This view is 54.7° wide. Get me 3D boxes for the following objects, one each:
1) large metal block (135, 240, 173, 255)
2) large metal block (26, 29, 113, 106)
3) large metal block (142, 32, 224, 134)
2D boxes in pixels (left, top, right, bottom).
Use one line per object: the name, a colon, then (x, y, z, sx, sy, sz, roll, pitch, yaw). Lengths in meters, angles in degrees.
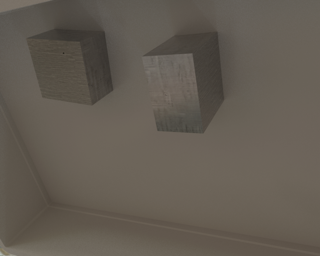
large metal block: (-0.013, 0.258, 0.541, 0.050, 0.080, 0.080, 0, 118, 28)
large metal block: (-0.114, -0.080, 0.401, 0.080, 0.050, 0.079, 10, 123, 22)
large metal block: (0.029, -0.050, 0.326, 0.050, 0.080, 0.079, 3, 120, 26)
